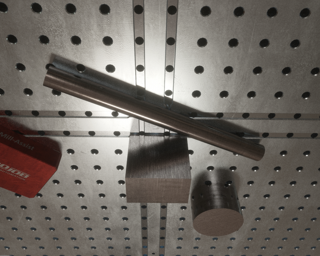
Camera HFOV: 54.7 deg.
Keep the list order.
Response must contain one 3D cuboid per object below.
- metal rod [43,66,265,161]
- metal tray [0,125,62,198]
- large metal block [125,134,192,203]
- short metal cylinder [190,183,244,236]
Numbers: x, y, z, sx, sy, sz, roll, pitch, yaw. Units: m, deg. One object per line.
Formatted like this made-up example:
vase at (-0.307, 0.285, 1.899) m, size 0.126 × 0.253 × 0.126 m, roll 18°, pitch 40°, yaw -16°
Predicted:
metal rod at (0.006, -0.012, 0.401) m, size 0.302 × 0.025 × 0.025 m, roll 19°, pitch 127°, yaw -17°
metal tray at (-0.222, 0.045, 0.443) m, size 0.131 × 0.030 × 0.090 m, roll 30°, pitch 124°, yaw -24°
large metal block at (-0.003, 0.054, 0.422) m, size 0.081 × 0.080 × 0.050 m, roll 1°, pitch 130°, yaw -2°
short metal cylinder at (0.093, 0.135, 0.512) m, size 0.081 × 0.050 × 0.079 m, roll 0°, pitch 130°, yaw 0°
